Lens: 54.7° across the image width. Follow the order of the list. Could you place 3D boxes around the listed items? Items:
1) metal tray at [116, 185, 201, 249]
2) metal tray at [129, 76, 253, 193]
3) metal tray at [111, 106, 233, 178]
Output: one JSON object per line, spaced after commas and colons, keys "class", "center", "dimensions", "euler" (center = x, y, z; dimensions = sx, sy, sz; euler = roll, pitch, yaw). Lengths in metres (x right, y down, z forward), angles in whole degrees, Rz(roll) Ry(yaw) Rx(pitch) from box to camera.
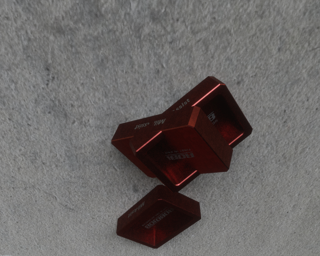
{"class": "metal tray", "center": [-0.004, 0.158, 0.538], "dimensions": [0.090, 0.030, 0.129], "euler": [30, 124, -24]}
{"class": "metal tray", "center": [0.040, 0.010, 0.382], "dimensions": [0.130, 0.030, 0.090], "euler": [-39, 123, 2]}
{"class": "metal tray", "center": [0.013, 0.024, 0.394], "dimensions": [0.130, 0.030, 0.090], "euler": [-12, 133, 38]}
